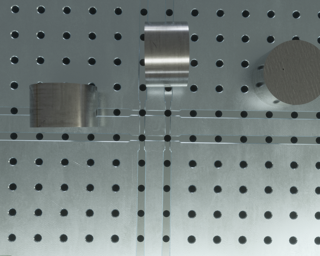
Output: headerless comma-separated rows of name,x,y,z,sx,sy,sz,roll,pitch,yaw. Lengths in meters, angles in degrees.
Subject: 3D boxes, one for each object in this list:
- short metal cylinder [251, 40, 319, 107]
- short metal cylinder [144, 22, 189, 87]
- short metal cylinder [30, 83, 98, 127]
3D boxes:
short metal cylinder,0.166,-0.068,0.403,0.081,0.050,0.079,0,90,-1
short metal cylinder,0.008,-0.091,0.386,0.050,0.080,0.079,-1,90,0
short metal cylinder,-0.118,-0.026,0.384,0.081,0.080,0.050,-1,90,-1
